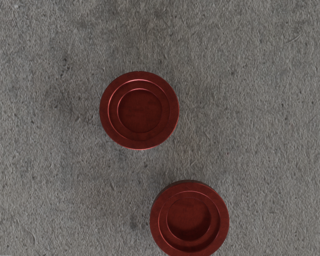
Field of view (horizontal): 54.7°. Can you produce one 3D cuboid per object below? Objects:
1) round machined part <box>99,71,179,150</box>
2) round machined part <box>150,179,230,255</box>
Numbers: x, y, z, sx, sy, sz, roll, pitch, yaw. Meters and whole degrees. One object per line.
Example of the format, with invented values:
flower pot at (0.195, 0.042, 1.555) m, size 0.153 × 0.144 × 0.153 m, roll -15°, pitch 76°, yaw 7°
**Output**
round machined part at (-0.025, -0.022, 0.401) m, size 0.099 × 0.042 × 0.097 m, roll 0°, pitch 90°, yaw 0°
round machined part at (0.037, 0.115, 0.402) m, size 0.099 × 0.042 × 0.097 m, roll 0°, pitch 90°, yaw 0°
